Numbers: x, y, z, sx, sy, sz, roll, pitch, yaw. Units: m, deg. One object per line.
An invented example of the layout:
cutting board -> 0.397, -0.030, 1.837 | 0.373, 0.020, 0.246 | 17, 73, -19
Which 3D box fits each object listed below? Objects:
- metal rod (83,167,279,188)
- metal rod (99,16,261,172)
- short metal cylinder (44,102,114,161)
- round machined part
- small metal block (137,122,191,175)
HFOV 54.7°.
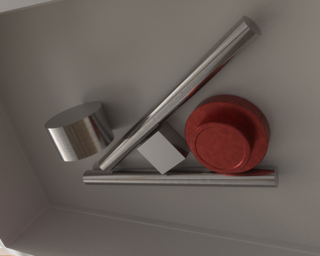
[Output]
metal rod -> 0.010, 0.071, 0.444 | 0.300, 0.025, 0.025 | -5, 116, 30
metal rod -> 0.002, -0.021, 0.391 | 0.025, 0.025, 0.299 | 45, 129, -4
short metal cylinder -> -0.110, 0.003, 0.430 | 0.080, 0.080, 0.050 | -5, 116, 30
round machined part -> 0.075, 0.014, 0.362 | 0.098, 0.042, 0.097 | 13, 124, 20
small metal block -> 0.006, 0.028, 0.419 | 0.050, 0.025, 0.050 | 46, 129, -4
